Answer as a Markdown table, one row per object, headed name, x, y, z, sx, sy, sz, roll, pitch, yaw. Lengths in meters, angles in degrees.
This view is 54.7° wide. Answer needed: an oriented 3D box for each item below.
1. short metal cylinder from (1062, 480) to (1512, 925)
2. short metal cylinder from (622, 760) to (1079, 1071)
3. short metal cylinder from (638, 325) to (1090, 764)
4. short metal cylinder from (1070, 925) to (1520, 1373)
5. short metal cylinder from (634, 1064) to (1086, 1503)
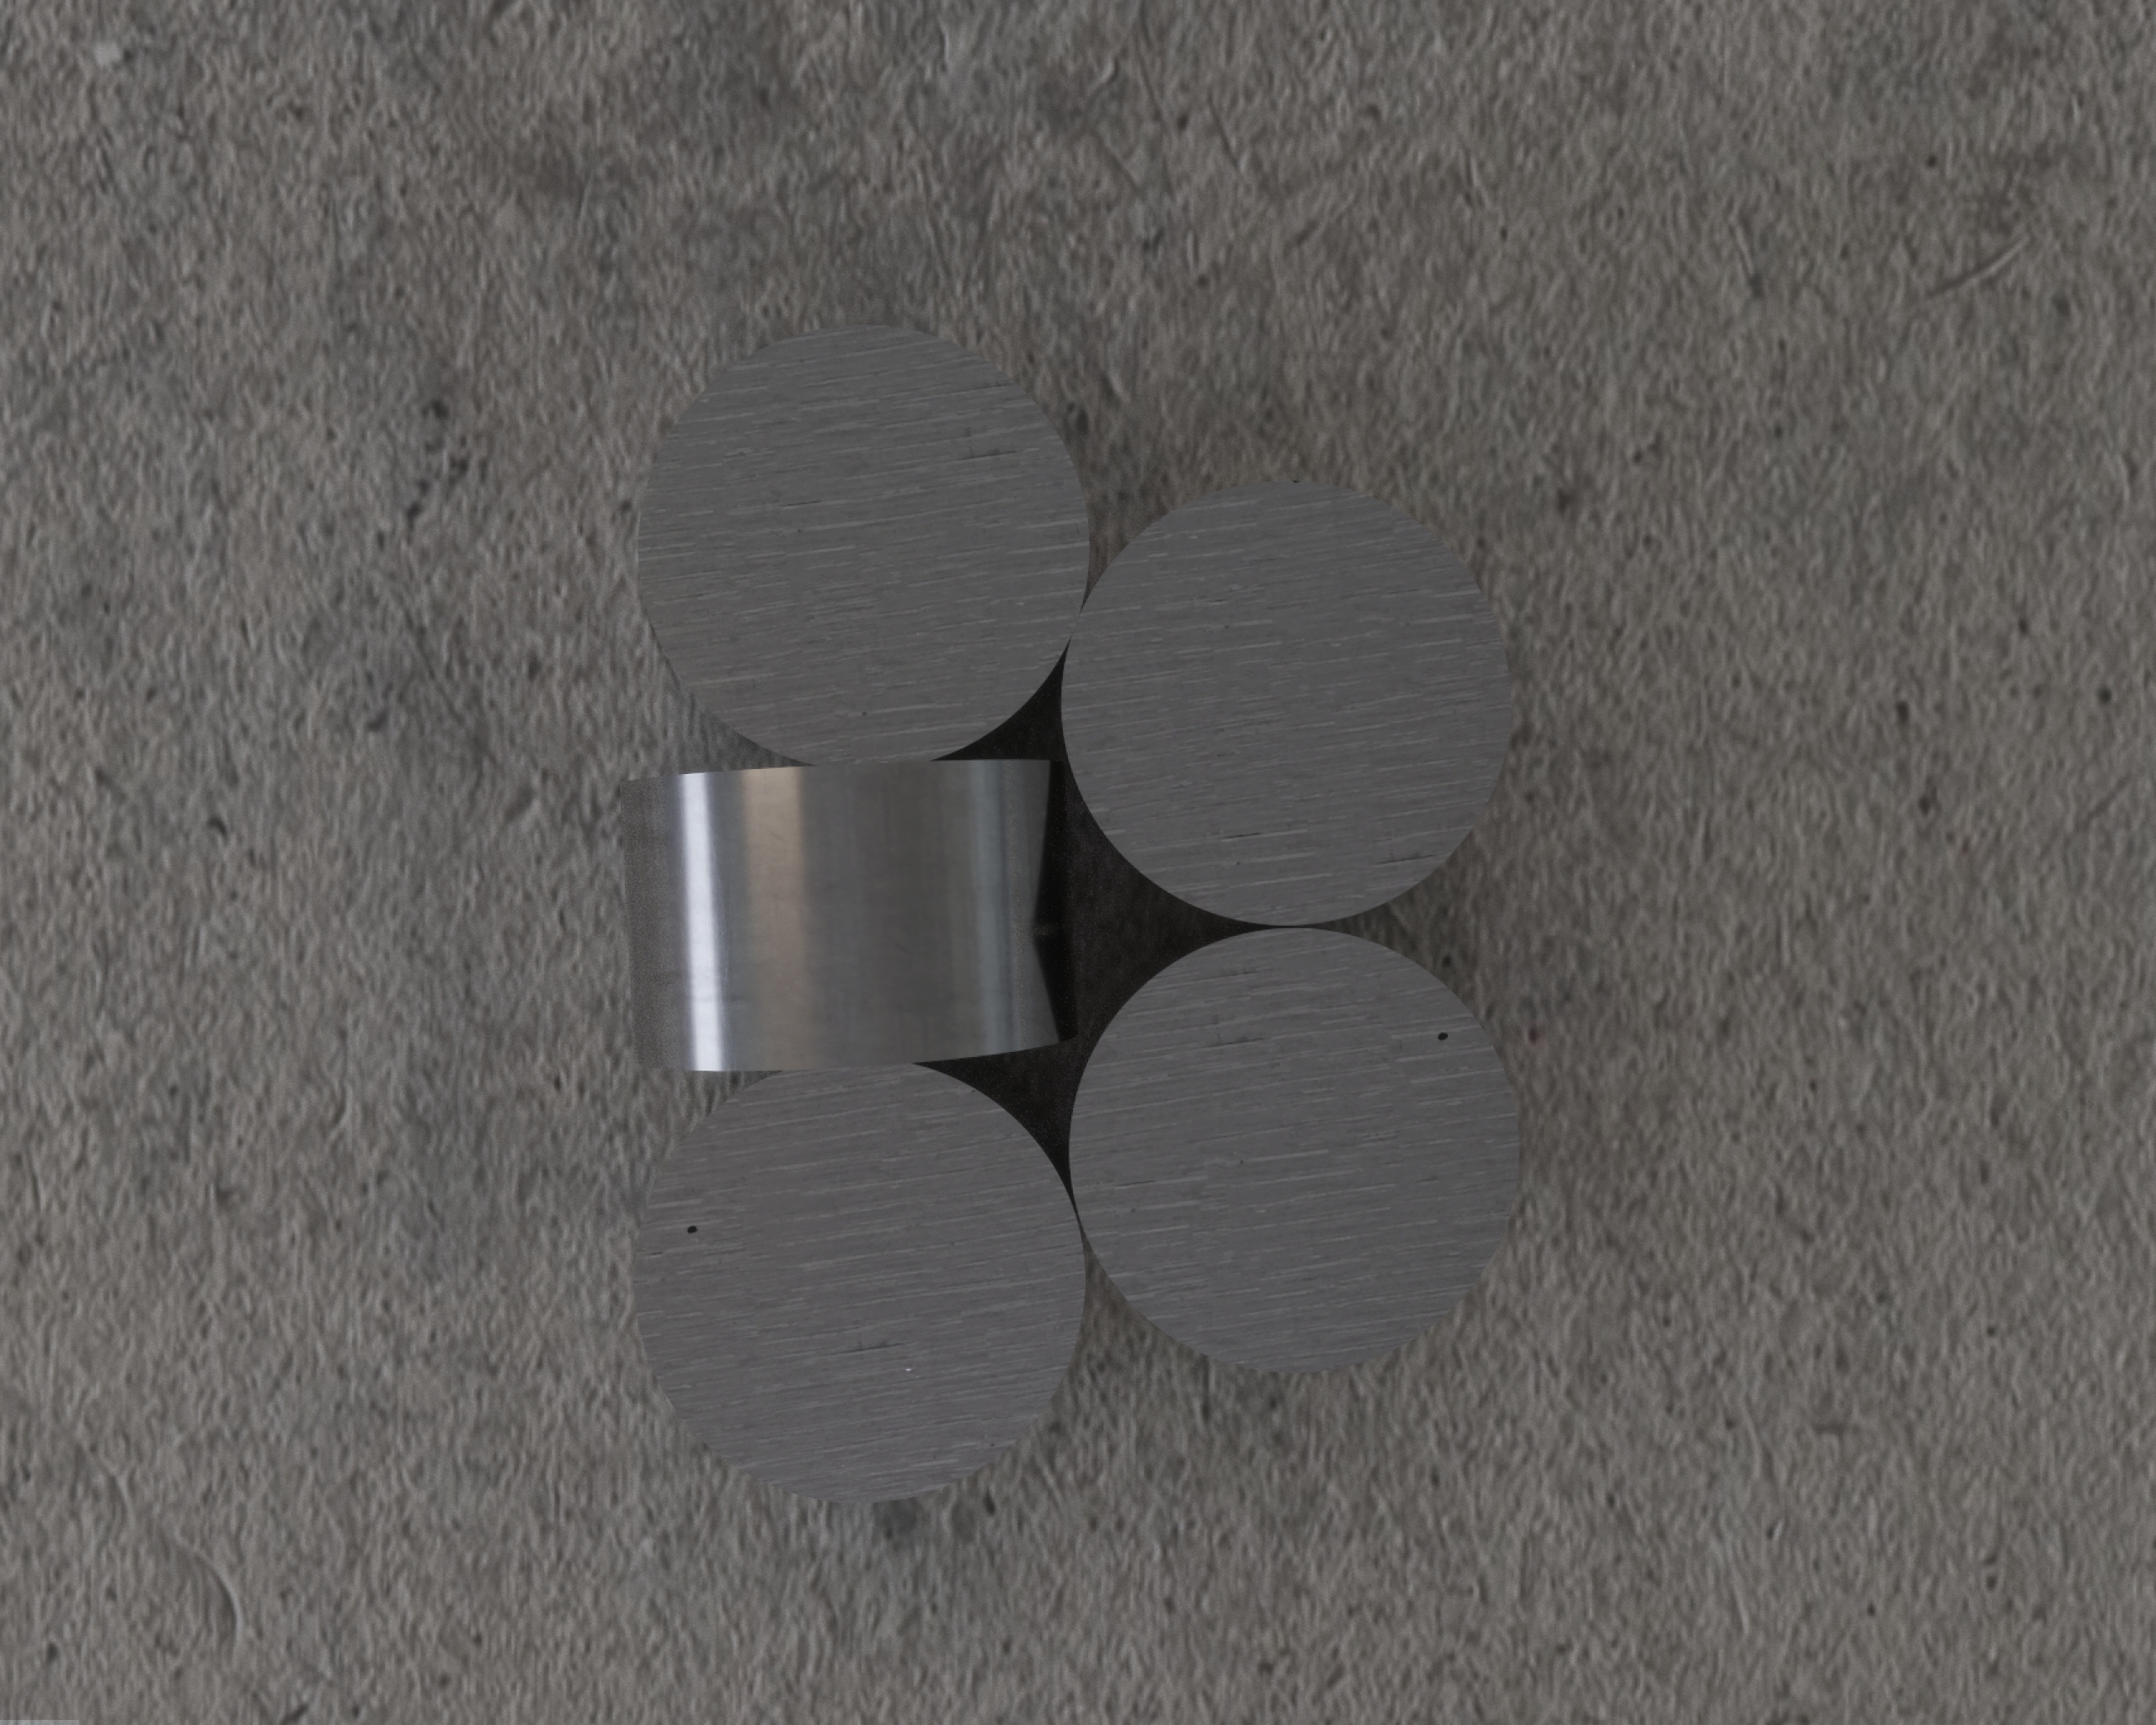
| name | x | y | z | sx | sy | sz | roll | pitch | yaw |
| --- | --- | --- | --- | --- | --- | --- | --- | --- | --- |
| short metal cylinder | 0.037 | -0.029 | 0.398 | 0.081 | 0.050 | 0.080 | 0 | 90 | 0 |
| short metal cylinder | -0.041 | 0.009 | 0.382 | 0.080 | 0.080 | 0.050 | -3 | 90 | 0 |
| short metal cylinder | -0.038 | -0.056 | 0.397 | 0.080 | 0.050 | 0.080 | 0 | 90 | 0 |
| short metal cylinder | 0.039 | 0.051 | 0.398 | 0.081 | 0.050 | 0.080 | 0 | 90 | 0 |
| short metal cylinder | -0.039 | 0.074 | 0.397 | 0.081 | 0.050 | 0.080 | 0 | 90 | 0 |
